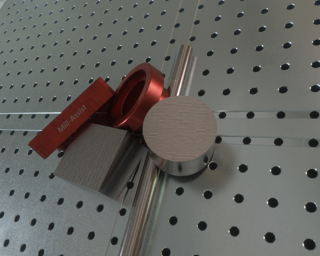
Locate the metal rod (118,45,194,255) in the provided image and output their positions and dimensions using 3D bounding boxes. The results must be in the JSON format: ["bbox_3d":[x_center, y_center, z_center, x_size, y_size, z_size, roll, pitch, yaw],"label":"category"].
[{"bbox_3d":[0.001,0.016,0.398,0.025,0.025,0.300,1,62,29],"label":"metal rod"}]

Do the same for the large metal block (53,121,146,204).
[{"bbox_3d":[-0.078,0.043,0.407,0.080,0.050,0.080,11,67,32],"label":"large metal block"}]

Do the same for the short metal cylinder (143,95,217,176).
[{"bbox_3d":[0.023,0.010,0.357,0.080,0.050,0.080,-2,64,4],"label":"short metal cylinder"}]

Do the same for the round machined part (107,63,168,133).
[{"bbox_3d":[-0.026,-0.035,0.416,0.098,0.042,0.098,-37,36,34],"label":"round machined part"}]

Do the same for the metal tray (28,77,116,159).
[{"bbox_3d":[-0.123,-0.018,0.449,0.130,0.030,0.090,-44,13,-2],"label":"metal tray"}]
